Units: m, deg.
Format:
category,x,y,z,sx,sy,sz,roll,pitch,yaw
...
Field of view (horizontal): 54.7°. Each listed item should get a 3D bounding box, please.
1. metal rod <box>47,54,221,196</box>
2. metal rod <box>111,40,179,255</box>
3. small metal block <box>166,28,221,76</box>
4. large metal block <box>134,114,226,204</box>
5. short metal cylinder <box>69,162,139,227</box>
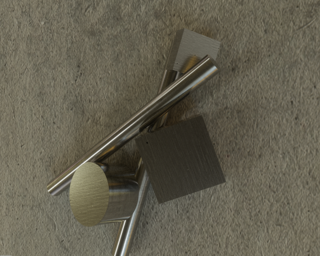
category,x,y,z,sx,sy,sz,roll,pitch,yaw
metal rod,-0.049,0.009,0.409,0.299,0.025,0.025,-37,78,23
metal rod,-0.014,0.033,0.414,0.025,0.025,0.298,18,96,19
small metal block,0.041,-0.089,0.382,0.050,0.025,0.050,14,96,-21
large metal block,0.025,0.034,0.372,0.080,0.050,0.080,-20,93,6
short metal cylinder,-0.075,0.086,0.410,0.080,0.050,0.080,-7,79,39
